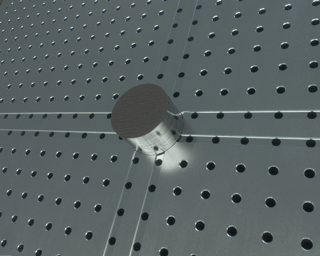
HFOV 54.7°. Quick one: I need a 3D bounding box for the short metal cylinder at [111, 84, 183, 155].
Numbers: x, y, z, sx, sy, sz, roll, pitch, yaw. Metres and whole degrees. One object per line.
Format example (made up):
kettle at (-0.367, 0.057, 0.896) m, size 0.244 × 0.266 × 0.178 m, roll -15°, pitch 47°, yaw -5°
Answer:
short metal cylinder at (-0.016, -0.011, 0.405) m, size 0.080 × 0.050 × 0.080 m, roll -13°, pitch 56°, yaw 20°
